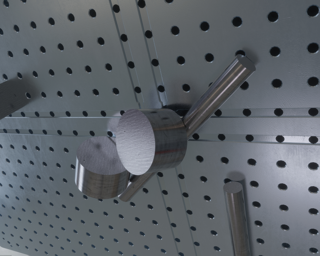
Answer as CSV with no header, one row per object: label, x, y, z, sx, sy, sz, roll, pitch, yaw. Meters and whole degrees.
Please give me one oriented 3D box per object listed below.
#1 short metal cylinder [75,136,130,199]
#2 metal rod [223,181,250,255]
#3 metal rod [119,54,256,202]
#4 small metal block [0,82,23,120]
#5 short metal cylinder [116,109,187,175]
short metal cylinder,-0.082,0.057,0.454,0.080,0.080,0.050,25,127,13
metal rod,0.127,0.209,0.473,0.025,0.025,0.298,1,119,27
metal rod,0.016,0.021,0.415,0.025,0.025,0.298,40,129,1
small metal block,-0.266,-0.041,0.510,0.025,0.050,0.050,-20,108,36
short metal cylinder,-0.012,0.015,0.388,0.080,0.050,0.079,6,98,49
